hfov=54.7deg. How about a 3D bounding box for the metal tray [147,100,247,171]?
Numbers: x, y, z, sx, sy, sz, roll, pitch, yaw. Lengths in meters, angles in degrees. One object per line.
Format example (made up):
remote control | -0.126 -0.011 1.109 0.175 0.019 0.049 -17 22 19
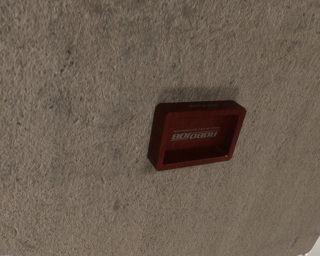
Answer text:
metal tray | 0.053 0.009 0.439 0.131 0.030 0.089 -5 121 -27
